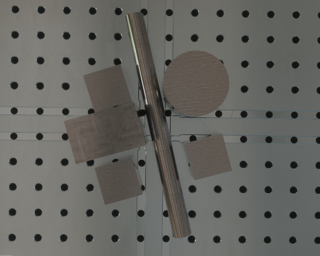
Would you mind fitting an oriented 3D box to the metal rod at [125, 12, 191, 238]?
[{"bbox_3d":[-0.002,-0.004,0.413,0.025,0.025,0.298,-12,90,0],"label":"metal rod"}]

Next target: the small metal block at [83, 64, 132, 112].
[{"bbox_3d":[-0.068,-0.052,0.412,0.050,0.025,0.050,-17,90,-1],"label":"small metal block"}]

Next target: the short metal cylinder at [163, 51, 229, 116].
[{"bbox_3d":[0.044,-0.055,0.401,0.081,0.050,0.079,0,90,-1],"label":"short metal cylinder"}]

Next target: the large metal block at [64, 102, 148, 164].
[{"bbox_3d":[-0.061,0.005,0.384,0.080,0.080,0.050,-15,90,0],"label":"large metal block"}]

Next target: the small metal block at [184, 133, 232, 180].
[{"bbox_3d":[0.063,0.037,0.414,0.050,0.025,0.050,-15,90,-1],"label":"small metal block"}]

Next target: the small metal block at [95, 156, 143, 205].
[{"bbox_3d":[-0.054,0.069,0.413,0.050,0.025,0.050,-16,90,-1],"label":"small metal block"}]
